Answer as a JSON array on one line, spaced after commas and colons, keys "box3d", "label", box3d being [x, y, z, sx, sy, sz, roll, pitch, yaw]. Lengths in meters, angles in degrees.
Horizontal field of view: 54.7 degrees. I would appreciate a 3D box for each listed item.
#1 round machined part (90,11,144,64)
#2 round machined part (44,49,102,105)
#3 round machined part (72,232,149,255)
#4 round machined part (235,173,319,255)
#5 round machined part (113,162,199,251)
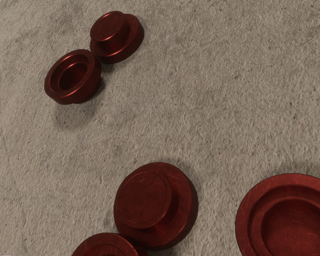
[{"box3d": [-0.080, -0.161, 0.532, 0.098, 0.042, 0.098, -13, 56, 20], "label": "round machined part"}, {"box3d": [-0.137, -0.079, 0.511, 0.098, 0.042, 0.098, -13, 56, 20], "label": "round machined part"}, {"box3d": [-0.047, 0.158, 0.313, 0.098, 0.042, 0.098, -11, 66, 25], "label": "round machined part"}, {"box3d": [0.120, 0.093, 0.273, 0.098, 0.042, 0.098, -13, 56, 20], "label": "round machined part"}, {"box3d": [-0.010, 0.083, 0.347, 0.098, 0.042, 0.098, -13, 56, 20], "label": "round machined part"}]
